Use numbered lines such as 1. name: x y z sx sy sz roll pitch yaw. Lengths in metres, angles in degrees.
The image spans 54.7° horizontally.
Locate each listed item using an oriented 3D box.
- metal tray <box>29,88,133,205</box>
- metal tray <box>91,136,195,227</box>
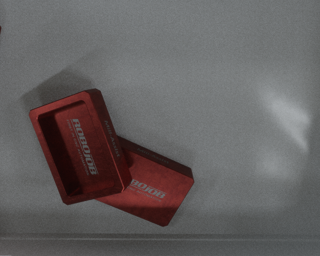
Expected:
1. metal tray: -0.099 0.025 0.391 0.090 0.030 0.129 -17 97 18
2. metal tray: -0.030 0.075 0.436 0.131 0.030 0.089 25 108 -10
